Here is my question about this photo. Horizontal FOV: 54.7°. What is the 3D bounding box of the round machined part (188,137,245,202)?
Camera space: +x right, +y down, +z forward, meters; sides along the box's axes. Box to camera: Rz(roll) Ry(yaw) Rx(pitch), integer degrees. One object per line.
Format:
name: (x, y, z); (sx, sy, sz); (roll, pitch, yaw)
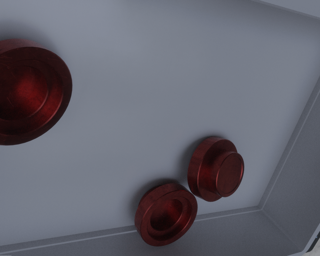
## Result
round machined part: (0.090, 0.065, 0.465); (0.099, 0.042, 0.097); (-13, 110, -40)

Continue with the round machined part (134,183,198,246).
round machined part: (0.005, 0.127, 0.473); (0.099, 0.042, 0.097); (-13, 117, -26)

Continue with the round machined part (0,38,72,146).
round machined part: (-0.135, -0.036, 0.286); (0.099, 0.042, 0.097); (-37, 146, -30)
